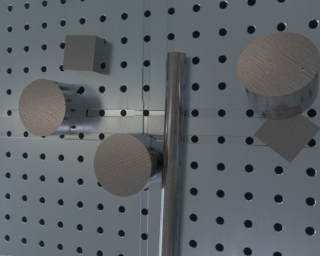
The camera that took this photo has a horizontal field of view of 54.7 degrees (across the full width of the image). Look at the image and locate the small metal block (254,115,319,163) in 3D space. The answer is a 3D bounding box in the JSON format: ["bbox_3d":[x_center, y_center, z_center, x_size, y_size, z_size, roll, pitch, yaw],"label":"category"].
[{"bbox_3d":[0.147,0.004,0.361,0.050,0.025,0.050,40,103,15],"label":"small metal block"}]

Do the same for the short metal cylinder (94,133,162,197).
[{"bbox_3d":[-0.040,0.047,0.413,0.080,0.050,0.079,0,90,20],"label":"short metal cylinder"}]

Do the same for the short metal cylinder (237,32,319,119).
[{"bbox_3d":[0.129,-0.056,0.338,0.080,0.050,0.080,-11,61,20],"label":"short metal cylinder"}]

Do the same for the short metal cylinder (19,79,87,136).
[{"bbox_3d":[-0.157,-0.029,0.454,0.080,0.050,0.079,0,90,20],"label":"short metal cylinder"}]

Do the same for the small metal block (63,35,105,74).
[{"bbox_3d":[-0.111,-0.107,0.452,0.050,0.025,0.050,7,92,19],"label":"small metal block"}]

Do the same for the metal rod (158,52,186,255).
[{"bbox_3d":[0.015,0.052,0.407,0.025,0.025,0.298,3,91,20],"label":"metal rod"}]
